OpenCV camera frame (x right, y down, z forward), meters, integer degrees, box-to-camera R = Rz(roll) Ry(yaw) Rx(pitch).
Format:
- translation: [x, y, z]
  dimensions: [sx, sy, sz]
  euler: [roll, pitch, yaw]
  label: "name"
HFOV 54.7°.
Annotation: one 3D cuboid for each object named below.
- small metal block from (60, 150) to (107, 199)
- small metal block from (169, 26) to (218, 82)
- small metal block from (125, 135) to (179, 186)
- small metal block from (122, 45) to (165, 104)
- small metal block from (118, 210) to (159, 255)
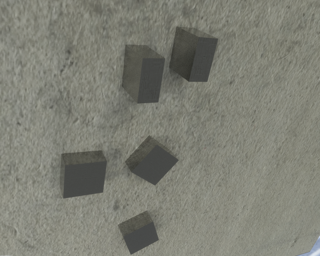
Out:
- translation: [-0.097, 0.058, 0.390]
  dimensions: [0.050, 0.025, 0.050]
  euler: [-3, 120, -27]
  label: "small metal block"
- translation: [0.037, -0.086, 0.359]
  dimensions: [0.025, 0.050, 0.050]
  euler: [-4, 120, -27]
  label: "small metal block"
- translation: [-0.011, 0.046, 0.431]
  dimensions: [0.050, 0.025, 0.050]
  euler: [-48, 129, 5]
  label: "small metal block"
- translation: [-0.020, -0.061, 0.343]
  dimensions: [0.025, 0.050, 0.050]
  euler: [-5, 121, -26]
  label: "small metal block"
- translation: [-0.034, 0.167, 0.493]
  dimensions: [0.050, 0.025, 0.050]
  euler: [-23, 127, -15]
  label: "small metal block"
